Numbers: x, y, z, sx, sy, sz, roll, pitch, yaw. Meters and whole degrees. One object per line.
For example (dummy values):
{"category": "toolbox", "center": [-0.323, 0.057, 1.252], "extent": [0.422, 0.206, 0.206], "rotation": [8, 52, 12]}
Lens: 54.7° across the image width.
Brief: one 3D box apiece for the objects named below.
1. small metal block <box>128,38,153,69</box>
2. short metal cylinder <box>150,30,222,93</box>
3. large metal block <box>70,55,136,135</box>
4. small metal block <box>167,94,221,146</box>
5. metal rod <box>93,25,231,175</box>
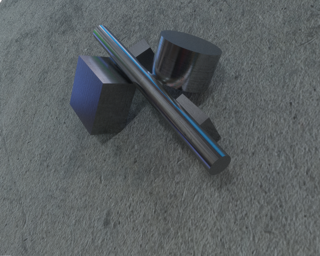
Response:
{"category": "small metal block", "center": [-0.029, -0.096, 0.462], "extent": [0.050, 0.050, 0.025], "rotation": [-34, 52, 6]}
{"category": "short metal cylinder", "center": [0.032, -0.086, 0.397], "extent": [0.080, 0.081, 0.050], "rotation": [45, 129, 39]}
{"category": "large metal block", "center": [-0.083, -0.047, 0.437], "extent": [0.080, 0.050, 0.079], "rotation": [47, 129, 38]}
{"category": "small metal block", "center": [0.041, -0.006, 0.367], "extent": [0.025, 0.050, 0.050], "rotation": [-42, 51, 0]}
{"category": "metal rod", "center": [-0.017, -0.056, 0.383], "extent": [0.025, 0.025, 0.300], "rotation": [-40, 51, 1]}
